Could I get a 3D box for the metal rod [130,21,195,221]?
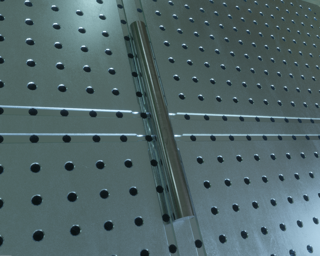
[{"bbox_3d":[-0.003,-0.027,0.422,0.025,0.025,0.299,1,62,-28],"label":"metal rod"}]
